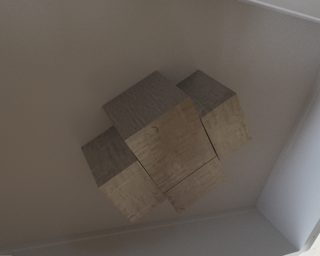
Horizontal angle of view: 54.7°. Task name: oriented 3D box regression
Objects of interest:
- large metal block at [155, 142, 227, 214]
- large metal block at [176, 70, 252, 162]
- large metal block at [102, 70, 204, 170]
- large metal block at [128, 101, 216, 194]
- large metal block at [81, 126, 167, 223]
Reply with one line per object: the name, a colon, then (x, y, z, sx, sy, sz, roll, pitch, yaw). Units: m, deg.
large metal block: (0.030, 0.055, 0.425, 0.080, 0.080, 0.050, -35, 129, -6)
large metal block: (0.064, -0.017, 0.398, 0.050, 0.080, 0.080, -35, 129, -5)
large metal block: (-0.010, -0.012, 0.360, 0.080, 0.080, 0.050, -35, 129, -6)
large metal block: (0.010, 0.021, 0.392, 0.080, 0.080, 0.050, -35, 129, -6)
large metal block: (-0.045, 0.056, 0.383, 0.050, 0.080, 0.080, -35, 129, -5)
